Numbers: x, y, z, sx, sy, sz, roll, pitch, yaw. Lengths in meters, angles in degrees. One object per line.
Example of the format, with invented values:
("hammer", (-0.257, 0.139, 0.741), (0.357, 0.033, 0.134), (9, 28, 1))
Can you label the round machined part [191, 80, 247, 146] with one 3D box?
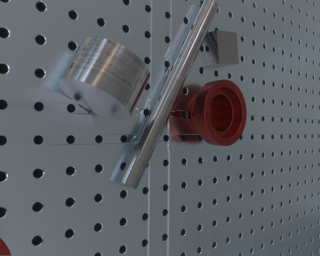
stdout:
("round machined part", (0.085, -0.022, 0.470), (0.099, 0.042, 0.097), (0, 90, -40))

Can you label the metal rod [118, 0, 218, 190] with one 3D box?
("metal rod", (0.019, -0.059, 0.424), (0.025, 0.025, 0.300), (38, 67, -34))

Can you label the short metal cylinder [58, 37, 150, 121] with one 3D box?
("short metal cylinder", (-0.057, -0.049, 0.326), (0.080, 0.080, 0.050), (37, 68, -34))

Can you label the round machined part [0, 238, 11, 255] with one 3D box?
("round machined part", (-0.177, 0.122, 0.250), (0.099, 0.042, 0.097), (0, 90, -40))

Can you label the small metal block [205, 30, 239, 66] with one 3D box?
("small metal block", (0.098, -0.125, 0.492), (0.050, 0.025, 0.050), (-9, 96, -40))
